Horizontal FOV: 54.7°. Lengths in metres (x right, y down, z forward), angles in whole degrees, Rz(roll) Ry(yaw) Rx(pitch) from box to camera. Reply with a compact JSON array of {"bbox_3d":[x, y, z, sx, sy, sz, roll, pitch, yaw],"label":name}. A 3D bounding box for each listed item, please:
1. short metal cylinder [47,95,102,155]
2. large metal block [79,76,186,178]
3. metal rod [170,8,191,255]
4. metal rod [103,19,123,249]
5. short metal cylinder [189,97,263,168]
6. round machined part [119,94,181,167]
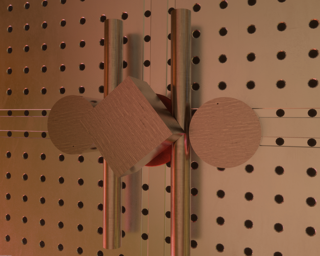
[{"bbox_3d":[-0.109,-0.004,0.438,0.080,0.050,0.080,0,90,20],"label":"short metal cylinder"},{"bbox_3d":[-0.031,-0.001,0.360,0.080,0.050,0.080,-40,78,15],"label":"large metal block"},{"bbox_3d":[0.026,0.007,0.381,0.025,0.025,0.298,0,90,20],"label":"metal rod"},{"bbox_3d":[-0.062,0.008,0.412,0.025,0.025,0.298,0,90,20],"label":"metal rod"},{"bbox_3d":[0.080,0.005,0.370,0.080,0.050,0.080,0,90,20],"label":"short metal cylinder"},{"bbox_3d":[-0.014,0.003,0.409,0.098,0.042,0.097,0,90,20],"label":"round machined part"}]
